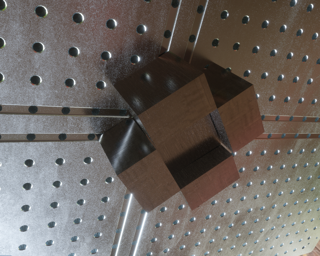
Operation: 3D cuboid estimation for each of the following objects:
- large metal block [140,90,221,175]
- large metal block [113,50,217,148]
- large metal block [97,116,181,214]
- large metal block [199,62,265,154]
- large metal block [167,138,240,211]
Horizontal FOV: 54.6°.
[{"bbox_3d":[0.023,0.002,0.407,0.080,0.050,0.080,-32,127,-5],"label":"large metal block"},{"bbox_3d":[0.004,-0.036,0.355,0.080,0.080,0.050,-33,129,-6],"label":"large metal block"},{"bbox_3d":[-0.027,0.045,0.388,0.050,0.080,0.080,-34,129,-6],"label":"large metal block"},{"bbox_3d":[0.083,-0.027,0.403,0.050,0.080,0.080,-34,129,-6],"label":"large metal block"},{"bbox_3d":[0.051,0.054,0.437,0.080,0.080,0.050,-32,129,-7],"label":"large metal block"}]
